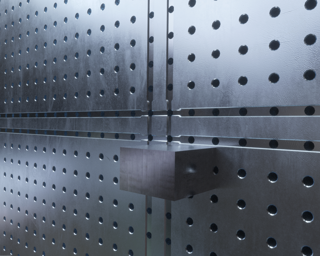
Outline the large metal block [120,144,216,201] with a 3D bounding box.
[{"bbox_3d":[0.010,0.048,0.366,0.080,0.081,0.050,1,91,40],"label":"large metal block"}]
